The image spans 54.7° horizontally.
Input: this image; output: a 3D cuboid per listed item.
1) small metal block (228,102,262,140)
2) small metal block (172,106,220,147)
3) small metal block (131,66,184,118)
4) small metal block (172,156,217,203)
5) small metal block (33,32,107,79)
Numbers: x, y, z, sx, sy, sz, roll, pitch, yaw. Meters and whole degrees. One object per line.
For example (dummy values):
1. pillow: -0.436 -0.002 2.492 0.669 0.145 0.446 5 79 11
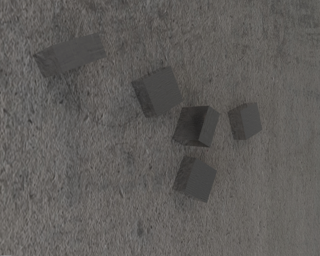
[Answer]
1. small metal block: 0.145 -0.012 0.526 0.050 0.025 0.050 -25 106 -37
2. small metal block: 0.050 -0.002 0.430 0.025 0.050 0.050 31 71 -36
3. small metal block: -0.003 -0.047 0.402 0.050 0.025 0.050 -34 111 -35
4. small metal block: 0.051 0.075 0.447 0.050 0.025 0.050 33 70 -35
5. small metal block: -0.091 -0.073 0.312 0.050 0.050 0.025 -31 110 -36
